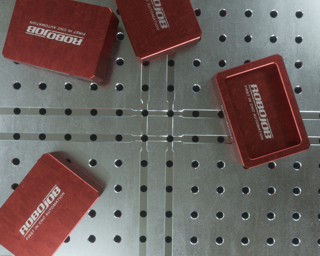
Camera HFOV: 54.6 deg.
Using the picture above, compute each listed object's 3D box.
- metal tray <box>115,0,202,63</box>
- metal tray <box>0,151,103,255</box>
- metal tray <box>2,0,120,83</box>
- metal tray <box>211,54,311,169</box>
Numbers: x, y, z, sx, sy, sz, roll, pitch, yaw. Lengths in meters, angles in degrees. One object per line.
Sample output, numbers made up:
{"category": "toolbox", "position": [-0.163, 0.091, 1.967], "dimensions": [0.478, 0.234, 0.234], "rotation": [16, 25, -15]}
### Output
{"category": "metal tray", "position": [-0.009, -0.162, 0.411], "dimensions": [0.090, 0.030, 0.129], "rotation": [-21, 90, 0]}
{"category": "metal tray", "position": [-0.151, 0.108, 0.410], "dimensions": [0.090, 0.030, 0.130], "rotation": [38, 90, 0]}
{"category": "metal tray", "position": [-0.127, -0.117, 0.398], "dimensions": [0.130, 0.030, 0.090], "rotation": [15, 90, 10]}
{"category": "metal tray", "position": [0.132, -0.022, 0.411], "dimensions": [0.090, 0.030, 0.129], "rotation": [-18, 90, 0]}
